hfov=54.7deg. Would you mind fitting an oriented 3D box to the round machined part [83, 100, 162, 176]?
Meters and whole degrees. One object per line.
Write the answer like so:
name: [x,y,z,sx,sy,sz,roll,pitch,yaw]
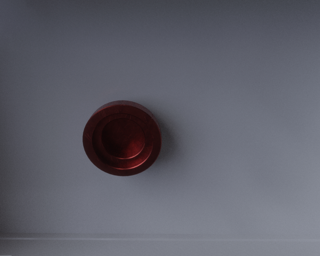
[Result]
round machined part: [-0.047,0.010,0.405,0.099,0.042,0.097,0,110,-1]
